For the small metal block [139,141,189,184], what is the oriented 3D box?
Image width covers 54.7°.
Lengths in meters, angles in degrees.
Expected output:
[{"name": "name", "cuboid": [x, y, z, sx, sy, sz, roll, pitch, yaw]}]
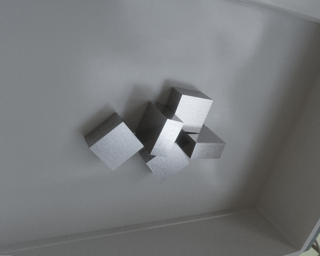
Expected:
[{"name": "small metal block", "cuboid": [0.007, 0.043, 0.438, 0.050, 0.025, 0.050, -35, 129, -5]}]

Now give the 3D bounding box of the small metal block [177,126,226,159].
[{"name": "small metal block", "cuboid": [0.054, 0.019, 0.433, 0.050, 0.050, 0.025, 3, 117, -30]}]

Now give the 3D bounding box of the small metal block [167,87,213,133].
[{"name": "small metal block", "cuboid": [0.035, -0.023, 0.413, 0.050, 0.025, 0.050, 6, 115, -32]}]

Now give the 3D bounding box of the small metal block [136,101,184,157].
[{"name": "small metal block", "cuboid": [-0.002, 0.001, 0.391, 0.025, 0.050, 0.050, 13, 111, -34]}]

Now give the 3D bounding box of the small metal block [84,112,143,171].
[{"name": "small metal block", "cuboid": [-0.057, 0.018, 0.387, 0.050, 0.025, 0.050, -38, 130, -3]}]
